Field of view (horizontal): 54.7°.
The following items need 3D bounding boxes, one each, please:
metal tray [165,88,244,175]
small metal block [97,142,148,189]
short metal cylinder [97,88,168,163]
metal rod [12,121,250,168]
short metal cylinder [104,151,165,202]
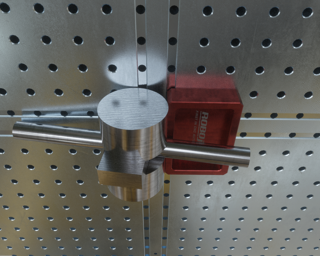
[{"bbox_3d":[0.053,0.009,0.417,0.091,0.030,0.129,1,130,-1],"label":"metal tray"},{"bbox_3d":[-0.042,0.043,0.368,0.050,0.050,0.025,6,130,6],"label":"small metal block"},{"bbox_3d":[-0.031,-0.005,0.369,0.081,0.080,0.050,1,130,-1],"label":"short metal cylinder"},{"bbox_3d":[-0.040,0.020,0.397,0.302,0.025,0.025,7,131,6],"label":"metal rod"},{"bbox_3d":[-0.034,0.052,0.418,0.081,0.080,0.050,1,130,-1],"label":"short metal cylinder"}]
